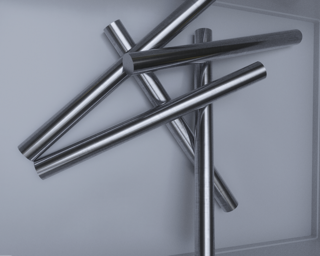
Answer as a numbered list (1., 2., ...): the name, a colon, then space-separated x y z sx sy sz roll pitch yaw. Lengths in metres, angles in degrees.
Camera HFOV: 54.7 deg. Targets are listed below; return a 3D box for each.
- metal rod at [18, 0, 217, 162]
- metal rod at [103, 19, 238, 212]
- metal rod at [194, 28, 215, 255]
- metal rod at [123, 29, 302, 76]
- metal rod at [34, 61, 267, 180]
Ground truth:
1. metal rod: -0.043 -0.071 0.371 0.300 0.025 0.025 -43 104 -6
2. metal rod: 0.021 -0.008 0.419 0.025 0.025 0.299 -37 102 -16
3. metal rod: 0.058 0.012 0.408 0.025 0.025 0.298 5 79 -20
4. metal rod: 0.090 -0.107 0.416 0.303 0.025 0.025 -17 96 -30
5. metal rod: -0.005 -0.013 0.381 0.302 0.025 0.025 -25 99 -8
